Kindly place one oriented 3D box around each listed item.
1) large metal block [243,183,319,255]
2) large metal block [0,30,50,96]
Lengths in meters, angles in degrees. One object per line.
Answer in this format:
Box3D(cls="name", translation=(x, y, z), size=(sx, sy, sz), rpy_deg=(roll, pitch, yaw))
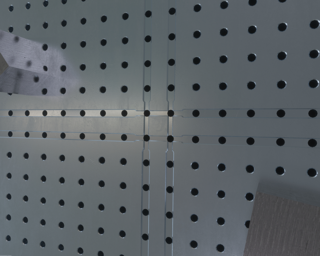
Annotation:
Box3D(cls="large metal block", translation=(0.143, 0.115, 0.349), size=(0.080, 0.050, 0.080), rpy_deg=(12, 94, 19))
Box3D(cls="large metal block", translation=(-0.229, -0.099, 0.465), size=(0.050, 0.080, 0.080), rpy_deg=(-40, 78, 16))
